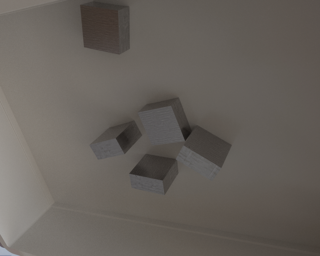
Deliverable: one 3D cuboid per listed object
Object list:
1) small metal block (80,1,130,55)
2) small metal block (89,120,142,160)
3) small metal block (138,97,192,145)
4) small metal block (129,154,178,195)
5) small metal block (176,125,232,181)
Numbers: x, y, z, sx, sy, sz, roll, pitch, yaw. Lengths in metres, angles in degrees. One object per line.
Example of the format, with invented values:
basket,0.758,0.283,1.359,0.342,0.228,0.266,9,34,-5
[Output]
small metal block,-0.064,-0.119,0.369,0.050,0.025,0.050,16,125,19
small metal block,-0.061,0.017,0.435,0.050,0.050,0.025,-14,111,34
small metal block,0.007,-0.008,0.401,0.050,0.025,0.050,-9,114,32
small metal block,-0.008,0.064,0.436,0.050,0.050,0.025,8,122,24
small metal block,0.055,0.030,0.382,0.050,0.050,0.025,31,128,8
